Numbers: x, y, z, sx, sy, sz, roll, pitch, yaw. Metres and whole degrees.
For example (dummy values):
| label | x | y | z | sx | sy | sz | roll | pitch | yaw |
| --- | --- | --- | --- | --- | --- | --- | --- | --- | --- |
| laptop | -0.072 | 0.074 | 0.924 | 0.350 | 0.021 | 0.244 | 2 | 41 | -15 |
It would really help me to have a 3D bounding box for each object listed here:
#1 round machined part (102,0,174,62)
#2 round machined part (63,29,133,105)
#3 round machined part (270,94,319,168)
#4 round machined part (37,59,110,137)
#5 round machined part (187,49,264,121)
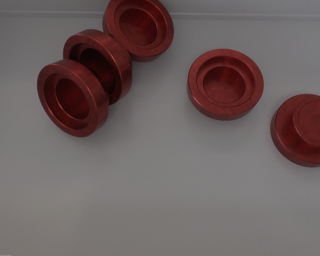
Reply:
| label | x | y | z | sx | sy | sz | roll | pitch | yaw |
| --- | --- | --- | --- | --- | --- | --- | --- | --- | --- |
| round machined part | -0.033 | -0.138 | 0.438 | 0.099 | 0.042 | 0.098 | 6 | 76 | -24 |
| round machined part | -0.075 | -0.082 | 0.406 | 0.098 | 0.097 | 0.042 | 35 | 48 | 11 |
| round machined part | 0.199 | -0.001 | 0.402 | 0.099 | 0.042 | 0.098 | 0 | 70 | 0 |
| round machined part | -0.104 | -0.040 | 0.393 | 0.098 | 0.097 | 0.042 | 35 | 42 | 11 |
| round machined part | 0.085 | -0.055 | 0.421 | 0.099 | 0.042 | 0.098 | 0 | 70 | 0 |
